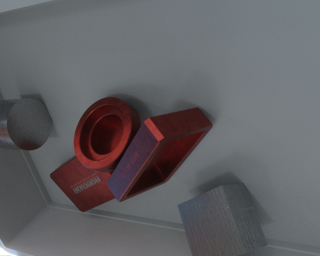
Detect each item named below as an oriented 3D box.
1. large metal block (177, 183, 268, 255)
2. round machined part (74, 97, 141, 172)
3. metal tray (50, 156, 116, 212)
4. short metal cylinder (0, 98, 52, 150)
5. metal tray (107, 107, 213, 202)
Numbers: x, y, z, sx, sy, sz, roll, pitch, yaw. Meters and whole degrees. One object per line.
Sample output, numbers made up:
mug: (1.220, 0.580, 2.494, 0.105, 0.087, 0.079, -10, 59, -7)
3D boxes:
large metal block: (0.078, 0.125, 0.403, 0.080, 0.050, 0.080, -36, 61, 38)
round machined part: (-0.065, 0.011, 0.415, 0.098, 0.098, 0.042, -8, 158, 31)
metal tray: (-0.116, 0.084, 0.516, 0.130, 0.030, 0.090, -31, 102, 37)
short metal cylinder: (-0.218, -0.006, 0.482, 0.050, 0.080, 0.080, 0, 118, 28)
metal tray: (-0.002, 0.034, 0.385, 0.030, 0.091, 0.129, 53, 133, 23)
